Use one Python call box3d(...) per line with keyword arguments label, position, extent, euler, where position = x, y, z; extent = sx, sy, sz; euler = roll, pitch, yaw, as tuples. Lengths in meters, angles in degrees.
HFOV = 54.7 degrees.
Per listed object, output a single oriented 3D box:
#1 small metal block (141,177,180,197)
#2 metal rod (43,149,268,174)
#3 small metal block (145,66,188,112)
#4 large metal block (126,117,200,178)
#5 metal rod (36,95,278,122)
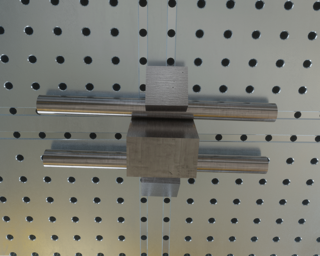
box3d(label="small metal block", position=(0.000, 0.073, 0.424), extent=(0.050, 0.025, 0.050), euler=(2, 148, -2))
box3d(label="metal rod", position=(-0.005, 0.046, 0.427), extent=(0.302, 0.025, 0.025), euler=(2, 110, -1))
box3d(label="small metal block", position=(0.008, -0.048, 0.380), extent=(0.050, 0.025, 0.050), euler=(1, 76, -1))
box3d(label="large metal block", position=(0.003, 0.020, 0.387), extent=(0.081, 0.080, 0.050), euler=(2, 110, -1))
box3d(label="metal rod", position=(-0.002, -0.025, 0.399), extent=(0.302, 0.025, 0.025), euler=(2, 110, -1))
